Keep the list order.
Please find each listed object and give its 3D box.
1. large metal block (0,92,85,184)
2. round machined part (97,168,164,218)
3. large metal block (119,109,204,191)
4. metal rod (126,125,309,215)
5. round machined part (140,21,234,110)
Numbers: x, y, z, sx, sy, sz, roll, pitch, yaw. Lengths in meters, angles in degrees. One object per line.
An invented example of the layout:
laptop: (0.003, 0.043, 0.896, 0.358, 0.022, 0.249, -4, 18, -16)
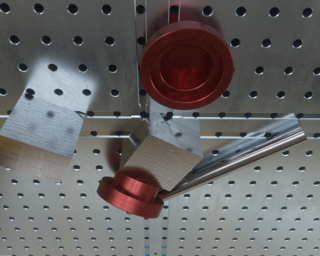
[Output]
large metal block: (-0.147, 0.012, 0.384, 0.080, 0.080, 0.050, 21, 127, -18)
round machined part: (-0.039, 0.090, 0.454, 0.099, 0.098, 0.042, 24, 88, -19)
large metal block: (0.000, 0.032, 0.423, 0.080, 0.050, 0.080, 25, 126, -20)
metal rod: (0.071, 0.072, 0.473, 0.300, 0.025, 0.025, -28, 125, 21)
round machined part: (0.028, -0.071, 0.341, 0.099, 0.042, 0.097, 0, 130, 0)
